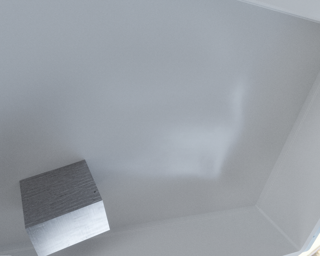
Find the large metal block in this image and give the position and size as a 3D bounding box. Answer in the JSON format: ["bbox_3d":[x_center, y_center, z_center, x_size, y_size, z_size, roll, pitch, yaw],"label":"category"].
[{"bbox_3d":[-0.114,0.092,0.368,0.081,0.080,0.050,-18,126,-19],"label":"large metal block"}]
